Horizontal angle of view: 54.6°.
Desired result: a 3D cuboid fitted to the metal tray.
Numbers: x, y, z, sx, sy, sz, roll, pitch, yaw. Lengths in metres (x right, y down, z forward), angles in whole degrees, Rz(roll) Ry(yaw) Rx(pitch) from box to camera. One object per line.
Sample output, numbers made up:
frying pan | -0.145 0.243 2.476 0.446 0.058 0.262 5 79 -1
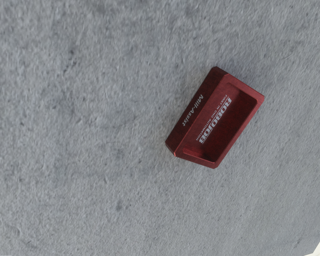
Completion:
metal tray | 0.078 -0.010 0.438 0.090 0.030 0.129 22 107 -36
